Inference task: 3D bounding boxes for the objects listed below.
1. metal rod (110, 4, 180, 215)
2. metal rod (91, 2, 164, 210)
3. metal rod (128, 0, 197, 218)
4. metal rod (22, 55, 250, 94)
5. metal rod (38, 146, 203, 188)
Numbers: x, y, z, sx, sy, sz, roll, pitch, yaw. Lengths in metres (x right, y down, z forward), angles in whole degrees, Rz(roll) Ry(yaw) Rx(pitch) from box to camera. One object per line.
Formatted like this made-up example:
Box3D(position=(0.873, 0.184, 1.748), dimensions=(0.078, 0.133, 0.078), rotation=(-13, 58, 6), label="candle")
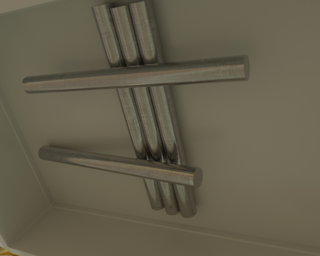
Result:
Box3D(position=(-0.011, -0.006, 0.410), dimensions=(0.025, 0.025, 0.298), rotation=(1, 119, 28), label="metal rod")
Box3D(position=(-0.034, -0.011, 0.419), dimensions=(0.025, 0.025, 0.298), rotation=(0, 119, 28), label="metal rod")
Box3D(position=(0.010, -0.006, 0.397), dimensions=(0.025, 0.025, 0.298), rotation=(1, 119, 28), label="metal rod")
Box3D(position=(-0.050, -0.059, 0.365), dimensions=(0.300, 0.025, 0.025), rotation=(1, 119, 28), label="metal rod")
Box3D(position=(-0.078, 0.051, 0.457), dimensions=(0.300, 0.025, 0.025), rotation=(4, 121, 34), label="metal rod")
